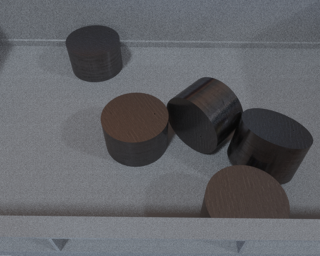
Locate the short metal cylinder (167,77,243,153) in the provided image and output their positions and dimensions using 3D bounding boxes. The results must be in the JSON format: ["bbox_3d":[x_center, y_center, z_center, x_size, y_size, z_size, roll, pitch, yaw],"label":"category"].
[{"bbox_3d":[0.054,-0.016,0.383,0.080,0.080,0.050,37,59,27],"label":"short metal cylinder"}]

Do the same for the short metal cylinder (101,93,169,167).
[{"bbox_3d":[-0.030,0.001,0.387,0.080,0.050,0.080,0,50,0],"label":"short metal cylinder"}]

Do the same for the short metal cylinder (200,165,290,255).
[{"bbox_3d":[0.084,0.085,0.318,0.080,0.050,0.080,0,50,0],"label":"short metal cylinder"}]

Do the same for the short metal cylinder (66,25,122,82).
[{"bbox_3d":[-0.101,-0.117,0.487,0.080,0.050,0.080,0,50,0],"label":"short metal cylinder"}]

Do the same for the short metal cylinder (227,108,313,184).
[{"bbox_3d":[0.125,0.019,0.357,0.081,0.050,0.080,10,32,-6],"label":"short metal cylinder"}]
